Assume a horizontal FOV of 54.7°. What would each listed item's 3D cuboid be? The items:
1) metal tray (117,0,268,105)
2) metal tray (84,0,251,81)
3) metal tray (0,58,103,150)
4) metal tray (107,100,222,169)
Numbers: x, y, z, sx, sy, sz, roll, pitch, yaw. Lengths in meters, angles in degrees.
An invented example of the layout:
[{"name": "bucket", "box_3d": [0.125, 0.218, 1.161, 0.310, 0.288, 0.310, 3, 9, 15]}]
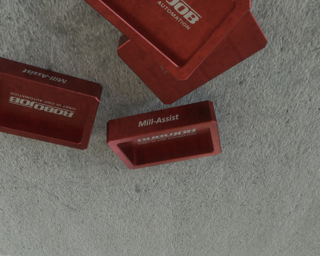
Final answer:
[{"name": "metal tray", "box_3d": [0.032, -0.091, 0.327, 0.130, 0.030, 0.090, -30, 124, 23]}, {"name": "metal tray", "box_3d": [0.001, -0.117, 0.271, 0.130, 0.030, 0.090, 40, 116, -6]}, {"name": "metal tray", "box_3d": [-0.145, -0.026, 0.379, 0.131, 0.030, 0.089, 14, 129, -12]}, {"name": "metal tray", "box_3d": [0.009, 0.013, 0.396, 0.131, 0.030, 0.090, -11, 149, 9]}]
